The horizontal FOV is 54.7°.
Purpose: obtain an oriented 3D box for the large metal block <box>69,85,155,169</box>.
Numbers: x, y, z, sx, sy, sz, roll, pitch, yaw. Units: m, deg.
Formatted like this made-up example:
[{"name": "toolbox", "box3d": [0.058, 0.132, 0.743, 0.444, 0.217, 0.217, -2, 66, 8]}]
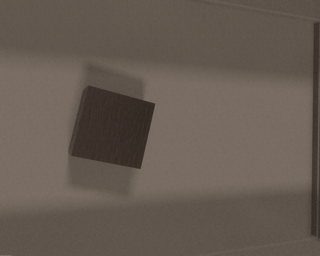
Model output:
[{"name": "large metal block", "box3d": [-0.060, 0.000, 0.376, 0.081, 0.050, 0.080, 14, 85, -20]}]
